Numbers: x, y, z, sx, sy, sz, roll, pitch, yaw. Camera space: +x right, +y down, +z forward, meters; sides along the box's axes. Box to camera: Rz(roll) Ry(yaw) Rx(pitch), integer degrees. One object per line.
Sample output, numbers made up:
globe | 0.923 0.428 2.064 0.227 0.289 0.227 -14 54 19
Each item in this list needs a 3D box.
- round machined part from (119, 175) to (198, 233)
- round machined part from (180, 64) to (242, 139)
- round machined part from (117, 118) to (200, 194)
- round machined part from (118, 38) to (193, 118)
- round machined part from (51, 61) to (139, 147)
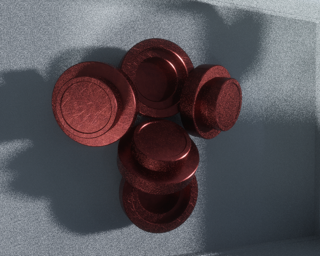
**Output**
round machined part | -0.004 0.080 0.398 0.099 0.042 0.097 0 90 -20
round machined part | 0.072 -0.033 0.402 0.099 0.042 0.097 -18 114 -47
round machined part | -0.001 0.026 0.369 0.099 0.098 0.042 -7 137 -20
round machined part | -0.008 -0.060 0.396 0.099 0.042 0.097 0 90 -20
round machined part | -0.076 -0.025 0.348 0.098 0.042 0.097 1 102 7
